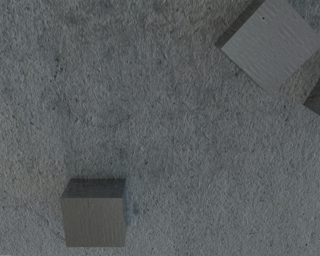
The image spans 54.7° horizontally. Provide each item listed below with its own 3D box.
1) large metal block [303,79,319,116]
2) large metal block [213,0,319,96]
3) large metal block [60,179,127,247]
[{"bbox_3d":[0.244,-0.041,0.383,0.080,0.050,0.080,23,108,-8],"label":"large metal block"},{"bbox_3d":[0.123,-0.099,0.361,0.080,0.050,0.080,39,105,-13],"label":"large metal block"},{"bbox_3d":[-0.090,0.120,0.440,0.081,0.050,0.079,0,110,0],"label":"large metal block"}]
